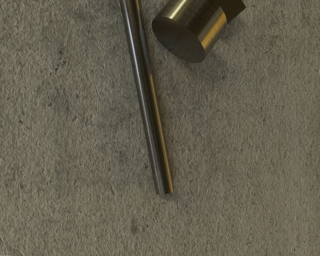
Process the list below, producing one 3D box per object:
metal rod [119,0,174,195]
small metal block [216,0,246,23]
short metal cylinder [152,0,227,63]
[{"bbox_3d":[-0.020,-0.062,0.401,0.025,0.025,0.298,-12,94,-20],"label":"metal rod"},{"bbox_3d":[0.086,-0.174,0.441,0.050,0.025,0.050,-43,104,-15],"label":"small metal block"},{"bbox_3d":[0.037,-0.129,0.393,0.080,0.080,0.050,39,78,-16],"label":"short metal cylinder"}]
